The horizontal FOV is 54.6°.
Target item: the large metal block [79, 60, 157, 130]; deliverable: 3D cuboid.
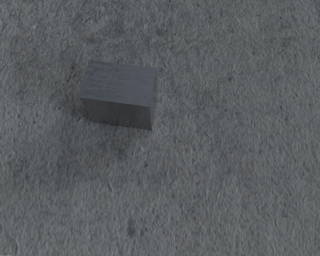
[{"bbox_3d":[-0.047,-0.039,0.393,0.080,0.080,0.050,8,70,3],"label":"large metal block"}]
